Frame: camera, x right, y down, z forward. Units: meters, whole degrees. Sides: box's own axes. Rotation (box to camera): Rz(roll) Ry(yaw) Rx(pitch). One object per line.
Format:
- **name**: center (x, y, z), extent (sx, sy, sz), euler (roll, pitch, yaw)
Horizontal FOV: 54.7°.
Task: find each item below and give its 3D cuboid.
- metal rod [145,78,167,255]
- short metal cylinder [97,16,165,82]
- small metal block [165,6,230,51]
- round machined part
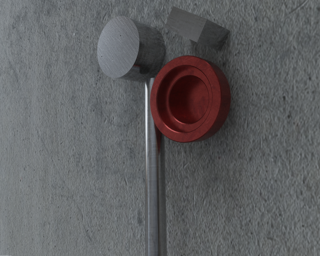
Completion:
- **metal rod**: center (-0.005, 0.083, 0.374), extent (0.025, 0.025, 0.299), euler (-13, 71, 39)
- **short metal cylinder**: center (-0.040, -0.105, 0.422), extent (0.080, 0.050, 0.079), euler (0, 90, 40)
- **small metal block**: center (0.043, -0.113, 0.353), extent (0.050, 0.050, 0.025), euler (36, 112, 34)
- **round machined part**: center (0.039, -0.032, 0.362), extent (0.098, 0.042, 0.097), euler (0, 90, 40)
